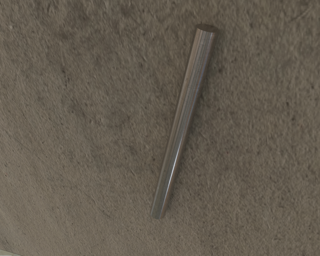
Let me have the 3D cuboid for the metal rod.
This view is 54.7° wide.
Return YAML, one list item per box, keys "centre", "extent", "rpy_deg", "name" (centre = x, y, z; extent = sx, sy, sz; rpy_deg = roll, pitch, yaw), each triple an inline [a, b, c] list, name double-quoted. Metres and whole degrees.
- centre: [0.023, 0.016, 0.403]
  extent: [0.025, 0.025, 0.298]
  rpy_deg: [23, 127, 14]
  name: "metal rod"
